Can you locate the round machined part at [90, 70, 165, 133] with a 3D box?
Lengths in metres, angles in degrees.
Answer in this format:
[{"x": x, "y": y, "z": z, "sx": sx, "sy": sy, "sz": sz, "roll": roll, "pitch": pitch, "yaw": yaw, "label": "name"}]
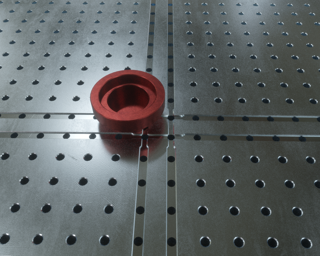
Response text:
[{"x": -0.042, "y": -0.032, "z": 0.424, "sx": 0.099, "sy": 0.042, "sz": 0.098, "roll": 0, "pitch": 50, "yaw": 0, "label": "round machined part"}]
